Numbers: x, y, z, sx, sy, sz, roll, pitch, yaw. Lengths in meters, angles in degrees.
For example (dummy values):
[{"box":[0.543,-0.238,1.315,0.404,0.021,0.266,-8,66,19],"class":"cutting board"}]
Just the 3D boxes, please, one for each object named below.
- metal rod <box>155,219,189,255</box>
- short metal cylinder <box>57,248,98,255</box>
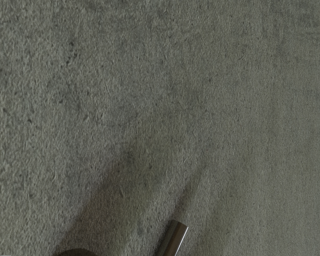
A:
[{"box":[-0.039,0.254,0.372,0.025,0.025,0.300,43,64,-32],"class":"metal rod"},{"box":[-0.082,0.173,0.320,0.081,0.050,0.079,0,90,-40],"class":"short metal cylinder"}]
